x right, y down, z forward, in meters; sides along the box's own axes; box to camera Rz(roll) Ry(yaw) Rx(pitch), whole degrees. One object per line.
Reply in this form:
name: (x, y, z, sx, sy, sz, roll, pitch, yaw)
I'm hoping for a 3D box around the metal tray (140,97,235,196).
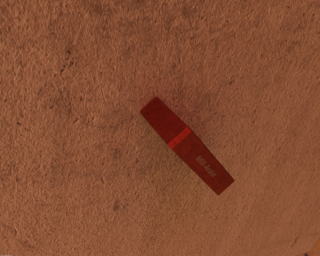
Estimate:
metal tray: (0.036, 0.025, 0.403, 0.030, 0.090, 0.130, -43, 130, 1)
